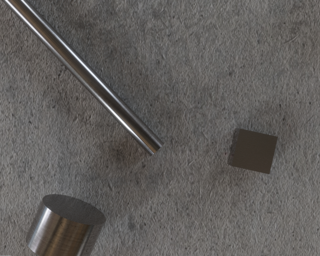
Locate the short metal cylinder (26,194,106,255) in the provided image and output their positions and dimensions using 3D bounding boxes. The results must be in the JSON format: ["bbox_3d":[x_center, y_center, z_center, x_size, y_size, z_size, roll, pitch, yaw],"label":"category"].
[{"bbox_3d":[-0.115,0.122,0.381,0.080,0.080,0.050,23,90,-1],"label":"short metal cylinder"}]

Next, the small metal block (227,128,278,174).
[{"bbox_3d":[0.122,0.030,0.412,0.050,0.025,0.050,12,90,-1],"label":"small metal block"}]

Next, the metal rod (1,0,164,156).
[{"bbox_3d":[-0.107,-0.080,0.408,0.025,0.025,0.300,-44,91,0],"label":"metal rod"}]
